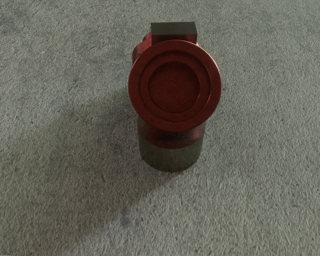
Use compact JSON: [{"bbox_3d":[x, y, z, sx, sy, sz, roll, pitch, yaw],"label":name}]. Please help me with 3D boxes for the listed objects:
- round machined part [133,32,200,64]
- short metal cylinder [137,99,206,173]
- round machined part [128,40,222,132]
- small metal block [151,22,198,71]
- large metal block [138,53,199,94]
[{"bbox_3d":[0.010,-0.106,0.441,0.099,0.098,0.042,-2,75,-2],"label":"round machined part"},{"bbox_3d":[0.013,0.008,0.383,0.081,0.050,0.080,0,50,0],"label":"short metal cylinder"},{"bbox_3d":[0.016,-0.044,0.345,0.099,0.042,0.097,0,88,-2],"label":"round machined part"},{"bbox_3d":[0.015,-0.095,0.364,0.050,0.050,0.025,-2,50,-2],"label":"small metal block"},{"bbox_3d":[0.013,-0.052,0.412,0.081,0.080,0.050,-2,50,-2],"label":"large metal block"}]
